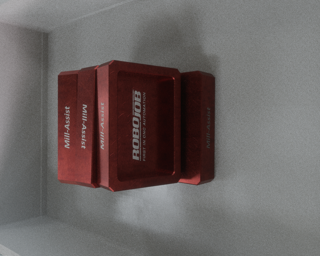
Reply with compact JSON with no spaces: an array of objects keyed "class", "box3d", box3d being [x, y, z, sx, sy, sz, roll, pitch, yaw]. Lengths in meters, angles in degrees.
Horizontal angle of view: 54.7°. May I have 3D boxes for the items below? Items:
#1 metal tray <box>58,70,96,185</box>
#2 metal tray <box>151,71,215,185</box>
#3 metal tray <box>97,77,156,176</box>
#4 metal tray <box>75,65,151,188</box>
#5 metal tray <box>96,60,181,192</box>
[{"class":"metal tray","box3d":[-0.084,-0.001,0.389,0.030,0.090,0.129,0,90,27]},{"class":"metal tray","box3d":[0.021,-0.001,0.384,0.090,0.030,0.129,1,90,40]},{"class":"metal tray","box3d":[-0.049,-0.003,0.441,0.090,0.030,0.129,1,90,40]},{"class":"metal tray","box3d":[-0.052,0.000,0.364,0.030,0.091,0.129,0,88,40]},{"class":"metal tray","box3d":[-0.021,-0.002,0.337,0.030,0.091,0.129,0,90,54]}]
